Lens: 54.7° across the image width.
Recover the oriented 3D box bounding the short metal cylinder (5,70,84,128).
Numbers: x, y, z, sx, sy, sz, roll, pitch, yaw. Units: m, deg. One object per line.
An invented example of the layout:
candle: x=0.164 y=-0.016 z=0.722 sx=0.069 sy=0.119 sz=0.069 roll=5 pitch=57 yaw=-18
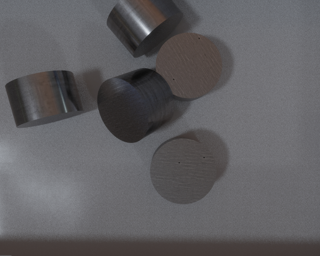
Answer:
short metal cylinder: x=-0.141 y=-0.034 z=0.382 sx=0.080 sy=0.080 sz=0.050 roll=-15 pitch=90 yaw=0

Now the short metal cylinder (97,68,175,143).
short metal cylinder: x=-0.030 y=-0.028 z=0.378 sx=0.080 sy=0.050 sz=0.079 roll=18 pitch=122 yaw=32

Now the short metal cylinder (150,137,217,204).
short metal cylinder: x=0.028 y=0.052 z=0.399 sx=0.081 sy=0.050 sz=0.079 roll=0 pitch=90 yaw=-1

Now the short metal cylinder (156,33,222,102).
short metal cylinder: x=0.035 y=-0.076 z=0.399 sx=0.081 sy=0.050 sz=0.079 roll=0 pitch=90 yaw=-1

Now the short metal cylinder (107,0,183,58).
short metal cylinder: x=-0.018 y=-0.133 z=0.384 sx=0.080 sy=0.080 sz=0.050 roll=-40 pitch=91 yaw=0
